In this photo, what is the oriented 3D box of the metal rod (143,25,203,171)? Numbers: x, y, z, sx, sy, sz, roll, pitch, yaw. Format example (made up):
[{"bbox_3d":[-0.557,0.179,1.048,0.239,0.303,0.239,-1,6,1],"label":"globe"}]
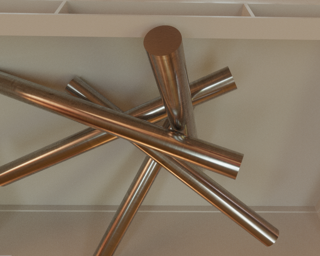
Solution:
[{"bbox_3d":[0.027,0.005,0.334,0.025,0.025,0.299,-8,155,7],"label":"metal rod"}]

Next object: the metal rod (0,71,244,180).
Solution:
[{"bbox_3d":[-0.065,-0.012,0.320,0.301,0.025,0.025,19,132,15],"label":"metal rod"}]

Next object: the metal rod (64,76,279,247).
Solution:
[{"bbox_3d":[0.015,0.040,0.369,0.300,0.025,0.025,37,124,-1],"label":"metal rod"}]

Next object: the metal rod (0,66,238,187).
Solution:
[{"bbox_3d":[-0.062,0.005,0.346,0.300,0.025,0.025,-22,127,14],"label":"metal rod"}]

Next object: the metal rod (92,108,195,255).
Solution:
[{"bbox_3d":[-0.034,0.092,0.409,0.025,0.025,0.298,24,102,-19],"label":"metal rod"}]
